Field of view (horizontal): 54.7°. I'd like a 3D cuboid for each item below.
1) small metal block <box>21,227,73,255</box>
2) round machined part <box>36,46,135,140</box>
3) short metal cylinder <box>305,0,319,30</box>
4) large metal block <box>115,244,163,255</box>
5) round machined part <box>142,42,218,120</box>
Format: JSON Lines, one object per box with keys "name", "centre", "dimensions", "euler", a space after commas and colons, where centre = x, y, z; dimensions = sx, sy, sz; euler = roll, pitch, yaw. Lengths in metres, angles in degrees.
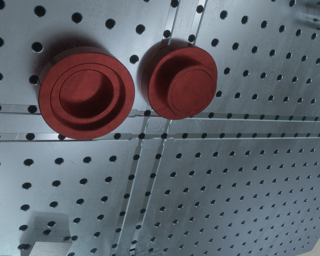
{"name": "small metal block", "centre": [-0.157, 0.167, 0.429], "dimensions": [0.050, 0.025, 0.050], "euler": [19, 108, -36]}
{"name": "round machined part", "centre": [-0.080, -0.039, 0.332], "dimensions": [0.099, 0.042, 0.097], "euler": [-14, 124, -21]}
{"name": "short metal cylinder", "centre": [0.251, -0.170, 0.426], "dimensions": [0.081, 0.050, 0.079], "euler": [-14, 124, -21]}
{"name": "large metal block", "centre": [-0.037, 0.257, 0.534], "dimensions": [0.081, 0.050, 0.079], "euler": [-6, 121, -25]}
{"name": "round machined part", "centre": [0.031, -0.052, 0.384], "dimensions": [0.099, 0.042, 0.097], "euler": [-14, 124, -21]}
